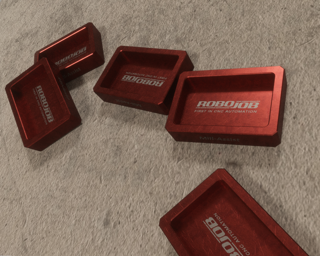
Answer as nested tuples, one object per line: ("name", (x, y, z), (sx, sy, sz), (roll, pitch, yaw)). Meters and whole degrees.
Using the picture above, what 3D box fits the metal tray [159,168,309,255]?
("metal tray", (0.070, 0.113, 0.294), (0.090, 0.030, 0.130), (-41, 51, 0))

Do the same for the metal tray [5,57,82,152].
("metal tray", (-0.191, -0.039, 0.500), (0.090, 0.030, 0.130), (-34, 65, 8))

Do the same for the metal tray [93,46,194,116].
("metal tray", (-0.026, -0.074, 0.458), (0.130, 0.030, 0.090), (14, 69, 33))

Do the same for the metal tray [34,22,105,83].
("metal tray", (-0.168, -0.128, 0.564), (0.130, 0.030, 0.090), (-24, 53, 13))

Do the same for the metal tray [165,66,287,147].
("metal tray", (0.079, -0.027, 0.374), (0.130, 0.030, 0.090), (2, 63, 28))
